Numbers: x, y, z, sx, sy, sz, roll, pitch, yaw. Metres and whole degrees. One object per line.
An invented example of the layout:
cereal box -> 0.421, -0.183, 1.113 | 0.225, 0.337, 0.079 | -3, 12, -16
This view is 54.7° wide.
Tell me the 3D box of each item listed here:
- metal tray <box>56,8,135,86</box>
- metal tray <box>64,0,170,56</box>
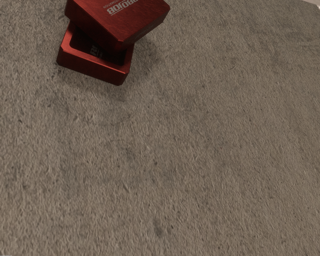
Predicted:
metal tray -> -0.082, -0.129, 0.436 | 0.091, 0.030, 0.130 | 18, 55, -18
metal tray -> -0.055, -0.166, 0.434 | 0.090, 0.030, 0.131 | 41, 50, 0
